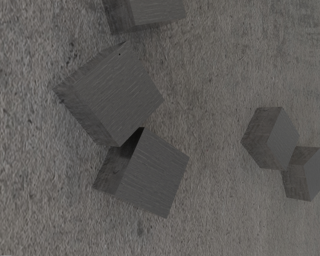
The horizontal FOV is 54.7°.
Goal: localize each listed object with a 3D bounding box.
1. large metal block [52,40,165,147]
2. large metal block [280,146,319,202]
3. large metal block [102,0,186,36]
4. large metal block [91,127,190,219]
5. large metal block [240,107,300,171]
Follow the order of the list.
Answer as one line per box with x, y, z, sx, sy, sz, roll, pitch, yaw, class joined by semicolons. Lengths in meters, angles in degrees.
-0.054;-0.036;0.343;0.080;0.050;0.080;-48;119;-29;large metal block
0.294;0.091;0.635;0.081;0.050;0.080;-29;108;-36;large metal block
-0.023;-0.161;0.369;0.081;0.050;0.080;-24;105;-37;large metal block
-0.021;0.053;0.371;0.080;0.050;0.080;35;68;-34;large metal block
0.199;0.019;0.555;0.080;0.050;0.080;47;62;-30;large metal block
